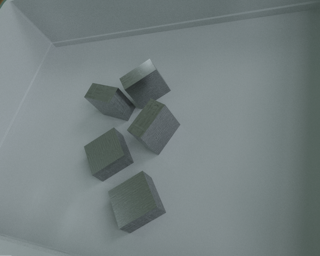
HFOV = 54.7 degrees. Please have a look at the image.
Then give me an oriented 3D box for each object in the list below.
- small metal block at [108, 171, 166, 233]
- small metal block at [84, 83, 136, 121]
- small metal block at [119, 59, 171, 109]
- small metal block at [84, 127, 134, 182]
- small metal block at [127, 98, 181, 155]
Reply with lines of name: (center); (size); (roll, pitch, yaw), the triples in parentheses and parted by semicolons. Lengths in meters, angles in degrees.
small metal block: (-0.028, 0.087, 0.366); (0.050, 0.025, 0.050); (-32, 52, 7)
small metal block: (-0.072, -0.037, 0.449); (0.050, 0.050, 0.025); (15, 70, 33)
small metal block: (-0.020, -0.061, 0.436); (0.050, 0.050, 0.025); (-32, 52, 7)
small metal block: (-0.070, 0.036, 0.419); (0.050, 0.025, 0.050); (-32, 52, 7)
small metal block: (-0.007, -0.001, 0.392); (0.025, 0.050, 0.050); (28, 77, 37)
